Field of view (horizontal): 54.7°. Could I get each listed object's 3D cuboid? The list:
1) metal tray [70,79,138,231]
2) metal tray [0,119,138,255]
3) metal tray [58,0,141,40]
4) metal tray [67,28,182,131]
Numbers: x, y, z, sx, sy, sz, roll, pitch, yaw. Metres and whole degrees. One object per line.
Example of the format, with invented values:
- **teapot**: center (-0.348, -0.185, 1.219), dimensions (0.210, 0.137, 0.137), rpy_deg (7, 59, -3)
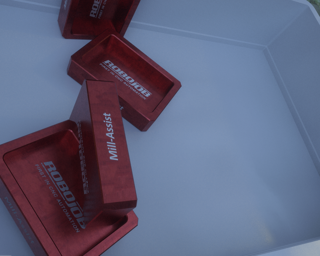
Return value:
- **metal tray**: center (-0.063, 0.028, 0.312), dimensions (0.030, 0.090, 0.130), rpy_deg (1, 62, -28)
- **metal tray**: center (-0.092, 0.064, 0.297), dimensions (0.091, 0.030, 0.130), rpy_deg (-28, 80, -44)
- **metal tray**: center (-0.074, -0.170, 0.402), dimensions (0.091, 0.129, 0.030), rpy_deg (-8, 66, -32)
- **metal tray**: center (-0.045, -0.067, 0.418), dimensions (0.130, 0.030, 0.090), rpy_deg (38, 51, -3)
